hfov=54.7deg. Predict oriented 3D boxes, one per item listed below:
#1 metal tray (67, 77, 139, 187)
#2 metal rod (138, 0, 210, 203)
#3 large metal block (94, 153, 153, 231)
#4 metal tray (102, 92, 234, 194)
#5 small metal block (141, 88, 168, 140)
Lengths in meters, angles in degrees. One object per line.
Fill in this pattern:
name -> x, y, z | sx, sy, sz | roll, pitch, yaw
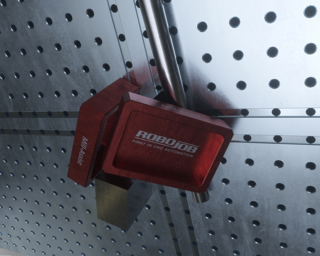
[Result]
metal tray -> -0.075, 0.007, 0.411 | 0.030, 0.090, 0.129 | 29, 128, 9
metal rod -> 0.020, -0.032, 0.379 | 0.025, 0.025, 0.298 | -2, 118, 29
large metal block -> -0.049, 0.087, 0.454 | 0.050, 0.080, 0.079 | 17, 125, 18
metal tray -> 0.008, 0.020, 0.360 | 0.131, 0.030, 0.089 | 16, 110, -16
small metal block -> -0.010, -0.017, 0.389 | 0.025, 0.050, 0.050 | 0, 118, 28
